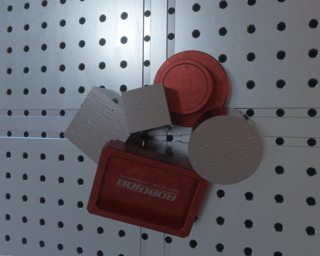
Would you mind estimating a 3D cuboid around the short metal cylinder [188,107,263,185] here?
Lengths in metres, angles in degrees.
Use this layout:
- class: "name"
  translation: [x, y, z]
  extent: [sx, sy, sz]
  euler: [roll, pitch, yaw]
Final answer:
- class: "short metal cylinder"
  translation: [0.074, 0.019, 0.361]
  extent: [0.080, 0.050, 0.079]
  euler: [2, 104, 8]

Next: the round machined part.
- class: "round machined part"
  translation: [0.036, -0.050, 0.390]
  extent: [0.098, 0.042, 0.097]
  euler: [0, 90, 20]

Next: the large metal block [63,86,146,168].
- class: "large metal block"
  translation: [-0.070, 0.000, 0.424]
  extent: [0.080, 0.050, 0.080]
  euler: [37, 102, 16]

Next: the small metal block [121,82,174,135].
- class: "small metal block"
  translation: [-0.014, -0.022, 0.368]
  extent: [0.050, 0.025, 0.050]
  euler: [-13, 83, 8]

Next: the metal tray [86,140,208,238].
- class: "metal tray"
  translation: [-0.015, 0.076, 0.385]
  extent: [0.131, 0.030, 0.089]
  euler: [16, 103, -3]
